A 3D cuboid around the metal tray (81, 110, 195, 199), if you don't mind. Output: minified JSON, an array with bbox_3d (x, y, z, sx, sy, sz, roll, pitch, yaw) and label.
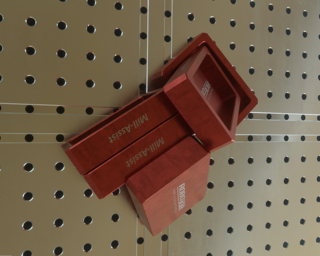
[{"bbox_3d":[-0.031,0.025,0.366,0.131,0.090,0.030,-34,102,-17],"label":"metal tray"}]

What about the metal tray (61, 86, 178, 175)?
[{"bbox_3d":[-0.048,0.000,0.361,0.131,0.090,0.030,-34,102,-17],"label":"metal tray"}]

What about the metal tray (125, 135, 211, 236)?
[{"bbox_3d":[0.014,0.074,0.370,0.090,0.129,0.030,-34,60,-17],"label":"metal tray"}]

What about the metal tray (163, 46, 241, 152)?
[{"bbox_3d":[0.057,-0.041,0.375,0.090,0.030,0.130,52,30,-13],"label":"metal tray"}]

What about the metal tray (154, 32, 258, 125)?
[{"bbox_3d":[0.067,-0.054,0.435,0.090,0.030,0.130,-46,105,-15],"label":"metal tray"}]
